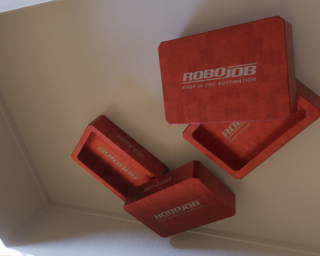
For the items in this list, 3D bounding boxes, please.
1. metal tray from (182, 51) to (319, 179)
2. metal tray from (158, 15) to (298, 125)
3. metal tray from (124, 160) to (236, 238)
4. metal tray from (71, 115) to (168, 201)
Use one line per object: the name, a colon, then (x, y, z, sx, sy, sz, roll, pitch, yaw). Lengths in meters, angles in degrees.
metal tray: (0.097, -0.009, 0.347, 0.090, 0.030, 0.129, 39, 129, 1)
metal tray: (0.064, -0.052, 0.313, 0.130, 0.030, 0.089, -2, 97, 34)
metal tray: (0.026, 0.103, 0.429, 0.130, 0.030, 0.090, -30, 120, 31)
metal tray: (-0.063, 0.053, 0.469, 0.130, 0.030, 0.089, 39, 129, 1)
